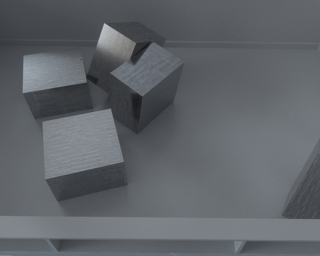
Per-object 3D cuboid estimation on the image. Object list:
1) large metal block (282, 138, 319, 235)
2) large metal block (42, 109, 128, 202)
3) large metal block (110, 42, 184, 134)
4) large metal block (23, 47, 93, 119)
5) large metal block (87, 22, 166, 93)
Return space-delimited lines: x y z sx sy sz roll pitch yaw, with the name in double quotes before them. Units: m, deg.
"large metal block" 0.181 0.065 0.308 0.080 0.079 0.050 26 30 20
"large metal block" -0.088 0.030 0.363 0.081 0.050 0.080 -12 51 -10
"large metal block" -0.019 -0.052 0.408 0.050 0.080 0.080 37 58 16
"large metal block" -0.145 -0.065 0.442 0.081 0.050 0.080 -12 51 -10
"large metal block" -0.046 -0.097 0.428 0.050 0.079 0.080 35 31 13
